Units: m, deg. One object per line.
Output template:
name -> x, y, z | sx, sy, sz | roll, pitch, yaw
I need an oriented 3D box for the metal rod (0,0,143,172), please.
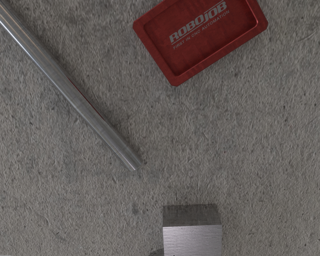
metal rod -> -0.123, -0.060, 0.386 | 0.025, 0.025, 0.300 | -35, 107, 12

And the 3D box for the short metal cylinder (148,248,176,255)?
short metal cylinder -> 0.013, 0.237, 0.484 | 0.081, 0.050, 0.079 | 0, 110, 0

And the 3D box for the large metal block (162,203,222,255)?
large metal block -> 0.046, 0.161, 0.456 | 0.080, 0.050, 0.079 | -3, 110, 0

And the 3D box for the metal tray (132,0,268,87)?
metal tray -> 0.046, -0.121, 0.363 | 0.130, 0.030, 0.090 | -32, 107, 11
